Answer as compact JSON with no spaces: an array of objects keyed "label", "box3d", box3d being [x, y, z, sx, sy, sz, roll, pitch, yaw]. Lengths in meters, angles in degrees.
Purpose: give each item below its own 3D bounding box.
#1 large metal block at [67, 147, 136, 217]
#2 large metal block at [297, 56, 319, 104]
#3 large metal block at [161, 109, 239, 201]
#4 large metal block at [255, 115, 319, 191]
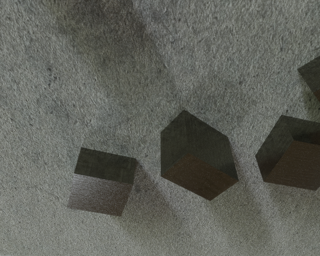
[{"label":"large metal block","box3d":[-0.087,0.082,0.459,0.081,0.050,0.079,13,129,-11]},{"label":"large metal block","box3d":[0.219,-0.050,0.350,0.080,0.050,0.080,-33,123,25]},{"label":"large metal block","box3d":[0.048,0.035,0.401,0.080,0.080,0.050,30,124,-23]},{"label":"large metal block","box3d":[0.190,0.035,0.422,0.081,0.050,0.079,11,129,-9]}]
